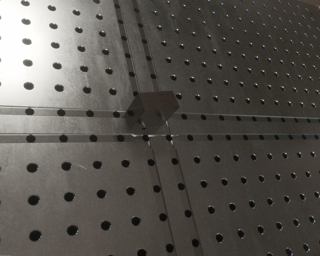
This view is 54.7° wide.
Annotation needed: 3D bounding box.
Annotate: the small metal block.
[{"bbox_3d":[-0.011,-0.023,0.401,0.050,0.050,0.025,-8,66,-32],"label":"small metal block"}]
